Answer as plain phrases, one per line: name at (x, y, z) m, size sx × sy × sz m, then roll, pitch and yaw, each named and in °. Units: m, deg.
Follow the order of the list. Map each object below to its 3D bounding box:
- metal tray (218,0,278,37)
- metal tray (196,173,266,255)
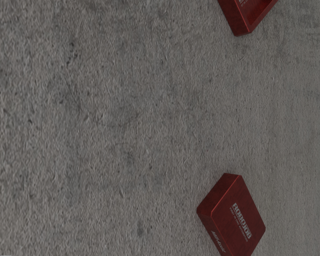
metal tray at (0.152, -0.229, 0.527) m, size 0.130 × 0.030 × 0.090 m, roll -50°, pitch 119°, yaw -28°
metal tray at (0.119, 0.149, 0.501) m, size 0.090 × 0.030 × 0.130 m, roll -43°, pitch 116°, yaw -31°
